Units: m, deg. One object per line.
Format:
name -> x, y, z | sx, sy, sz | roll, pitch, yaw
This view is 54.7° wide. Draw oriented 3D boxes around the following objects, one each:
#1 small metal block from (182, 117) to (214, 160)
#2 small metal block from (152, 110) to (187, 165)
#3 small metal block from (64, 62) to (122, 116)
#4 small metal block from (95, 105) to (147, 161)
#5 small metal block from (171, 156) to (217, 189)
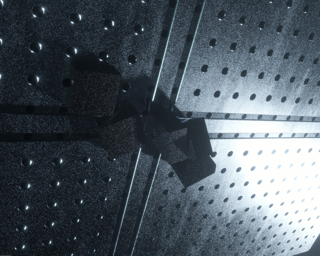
small metal block -> 0.043, 0.014, 0.417 | 0.025, 0.050, 0.050 | -16, 94, -20
small metal block -> 0.012, 0.012, 0.411 | 0.025, 0.050, 0.050 | -15, 125, -20
small metal block -> -0.075, -0.042, 0.345 | 0.050, 0.025, 0.050 | 2, 118, -30
small metal block -> -0.048, 0.006, 0.390 | 0.050, 0.025, 0.050 | -22, 127, -15
small metal block -> 0.046, 0.051, 0.450 | 0.050, 0.050, 0.025 | -25, 148, -13
